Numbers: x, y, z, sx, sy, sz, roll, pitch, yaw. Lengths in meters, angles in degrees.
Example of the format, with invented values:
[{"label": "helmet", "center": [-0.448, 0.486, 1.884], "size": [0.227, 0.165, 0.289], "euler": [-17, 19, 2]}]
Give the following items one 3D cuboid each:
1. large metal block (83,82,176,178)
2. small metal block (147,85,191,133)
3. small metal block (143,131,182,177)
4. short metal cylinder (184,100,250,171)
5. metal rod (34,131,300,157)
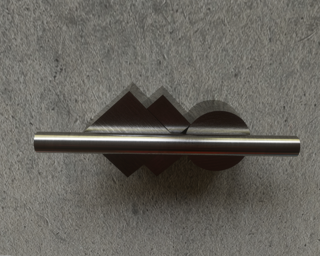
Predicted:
[{"label": "large metal block", "center": [-0.038, 0.002, 0.396], "size": [0.080, 0.050, 0.080], "euler": [-40, 106, 13]}, {"label": "small metal block", "center": [0.011, -0.022, 0.390], "size": [0.025, 0.050, 0.050], "euler": [-41, 106, 13]}, {"label": "small metal block", "center": [0.006, 0.029, 0.409], "size": [0.050, 0.050, 0.025], "euler": [-40, 106, 13]}, {"label": "short metal cylinder", "center": [0.070, 0.008, 0.401], "size": [0.081, 0.050, 0.079], "euler": [0, 110, 0]}, {"label": "metal rod", "center": [0.009, 0.019, 0.363], "size": [0.302, 0.025, 0.025], "euler": [1, 110, -1]}]
